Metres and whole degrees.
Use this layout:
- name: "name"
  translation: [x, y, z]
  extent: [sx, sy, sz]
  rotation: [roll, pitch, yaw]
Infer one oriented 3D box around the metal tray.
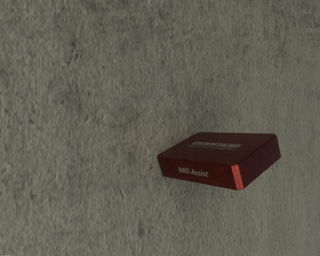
- name: "metal tray"
  translation: [0.071, 0.036, 0.395]
  extent: [0.091, 0.130, 0.030]
  rotation: [-26, 107, -37]
